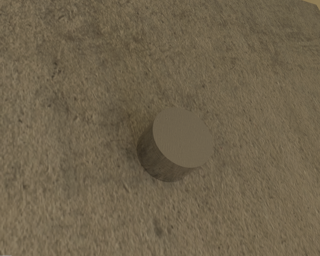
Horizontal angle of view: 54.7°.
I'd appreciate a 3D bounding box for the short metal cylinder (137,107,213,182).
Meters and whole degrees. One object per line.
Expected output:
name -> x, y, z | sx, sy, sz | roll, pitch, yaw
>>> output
short metal cylinder -> 0.018, 0.021, 0.386 | 0.081, 0.050, 0.080 | 14, 56, -21
